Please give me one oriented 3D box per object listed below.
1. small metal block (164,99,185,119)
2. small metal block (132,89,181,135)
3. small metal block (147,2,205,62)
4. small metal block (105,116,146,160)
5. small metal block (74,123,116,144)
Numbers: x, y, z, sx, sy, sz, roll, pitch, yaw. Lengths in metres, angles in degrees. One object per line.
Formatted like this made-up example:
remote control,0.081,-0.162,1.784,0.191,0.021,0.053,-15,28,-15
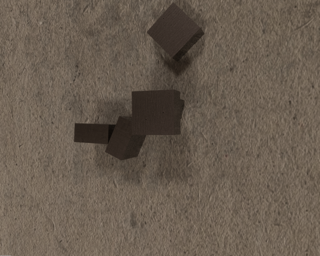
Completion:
small metal block,-0.001,-0.029,0.395,0.050,0.050,0.025,11,94,19
small metal block,-0.004,-0.017,0.357,0.050,0.025,0.050,0,90,19
small metal block,0.020,-0.123,0.401,0.050,0.025,0.050,-45,76,14
small metal block,-0.041,0.012,0.409,0.025,0.050,0.050,25,98,18
small metal block,-0.080,0.007,0.423,0.050,0.050,0.025,3,91,20
